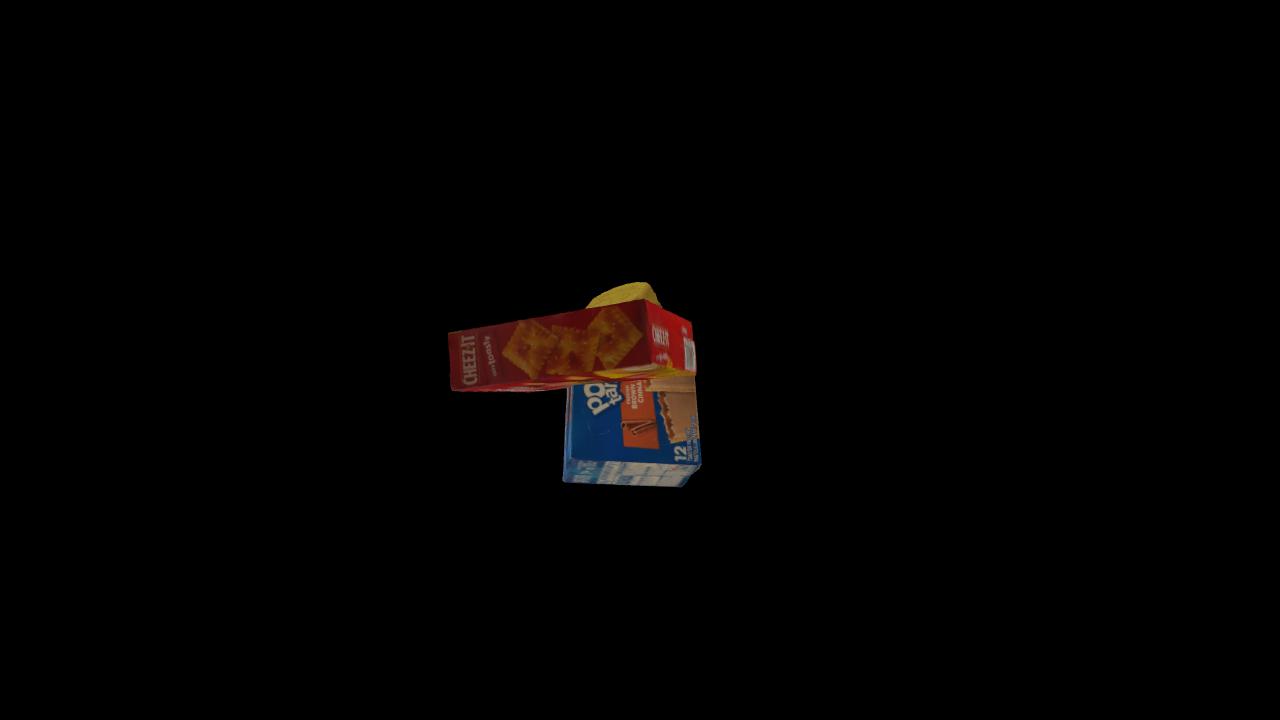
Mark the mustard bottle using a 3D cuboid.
[{"bbox_3d":[0.016,-0.006,0.754,0.092,0.184,0.054,-15,32,31],"label":"mustard bottle"}]

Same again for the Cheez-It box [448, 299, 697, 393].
[{"bbox_3d":[-0.066,-0.007,0.668,0.223,0.071,0.166,-8,-7,20],"label":"Cheez-It box"}]

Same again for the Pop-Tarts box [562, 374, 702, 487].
[{"bbox_3d":[-0.012,0.051,0.701,0.141,0.167,0.083,5,-32,-10],"label":"Pop-Tarts box"}]
